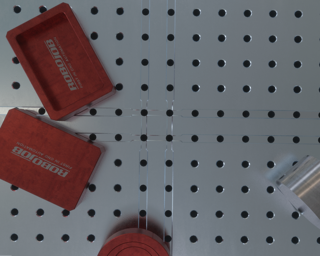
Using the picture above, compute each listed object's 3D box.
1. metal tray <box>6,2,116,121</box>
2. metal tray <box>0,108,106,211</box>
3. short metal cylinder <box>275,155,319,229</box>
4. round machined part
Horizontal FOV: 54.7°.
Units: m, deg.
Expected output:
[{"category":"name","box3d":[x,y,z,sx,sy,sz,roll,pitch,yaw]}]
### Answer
[{"category":"metal tray","box3d":[-0.128,-0.085,0.409,0.090,0.030,0.130,-28,90,0]},{"category":"metal tray","box3d":[-0.151,0.040,0.410,0.131,0.030,0.090,25,90,0]},{"category":"short metal cylinder","box3d":[0.194,0.081,0.387,0.050,0.080,0.080,-41,90,0]},{"category":"round machined part","box3d":[-0.033,0.179,0.405,0.099,0.042,0.097,0,90,0]}]
